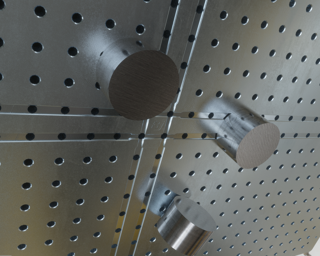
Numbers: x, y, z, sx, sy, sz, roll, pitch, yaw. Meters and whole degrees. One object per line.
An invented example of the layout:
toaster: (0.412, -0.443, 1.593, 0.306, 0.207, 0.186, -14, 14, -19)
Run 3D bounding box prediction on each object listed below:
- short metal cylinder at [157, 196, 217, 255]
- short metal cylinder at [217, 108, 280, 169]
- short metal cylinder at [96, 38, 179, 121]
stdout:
short metal cylinder: (0.042, 0.154, 0.494, 0.080, 0.080, 0.050, 23, 106, -37)
short metal cylinder: (0.136, 0.016, 0.479, 0.081, 0.050, 0.079, -14, 124, -21)
short metal cylinder: (-0.026, -0.055, 0.347, 0.081, 0.050, 0.079, -14, 124, -21)
